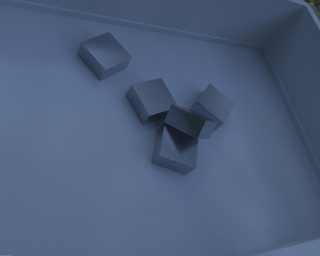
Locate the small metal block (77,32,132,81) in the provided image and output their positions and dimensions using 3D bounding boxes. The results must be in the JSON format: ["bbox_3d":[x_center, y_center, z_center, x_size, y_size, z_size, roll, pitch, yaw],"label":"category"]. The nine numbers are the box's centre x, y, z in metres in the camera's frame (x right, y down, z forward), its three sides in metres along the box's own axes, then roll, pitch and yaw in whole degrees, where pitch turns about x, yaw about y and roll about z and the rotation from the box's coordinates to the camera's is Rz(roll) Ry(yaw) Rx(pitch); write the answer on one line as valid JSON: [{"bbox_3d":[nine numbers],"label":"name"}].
[{"bbox_3d":[-0.076,-0.099,0.426,0.050,0.025,0.050,49,51,6],"label":"small metal block"}]

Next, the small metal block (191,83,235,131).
[{"bbox_3d":[0.080,-0.032,0.470,0.050,0.025,0.050,39,51,-2],"label":"small metal block"}]

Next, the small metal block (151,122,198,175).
[{"bbox_3d":[0.020,0.027,0.402,0.050,0.025,0.050,21,54,-17],"label":"small metal block"}]

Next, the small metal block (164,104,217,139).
[{"bbox_3d":[0.041,-0.008,0.407,0.050,0.025,0.050,28,11,24],"label":"small metal block"}]

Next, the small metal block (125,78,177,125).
[{"bbox_3d":[-0.011,-0.037,0.424,0.050,0.025,0.050,-19,72,-36],"label":"small metal block"}]
